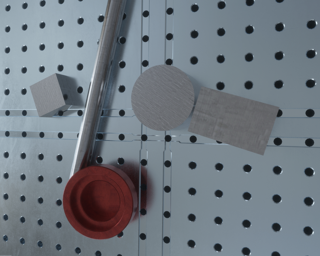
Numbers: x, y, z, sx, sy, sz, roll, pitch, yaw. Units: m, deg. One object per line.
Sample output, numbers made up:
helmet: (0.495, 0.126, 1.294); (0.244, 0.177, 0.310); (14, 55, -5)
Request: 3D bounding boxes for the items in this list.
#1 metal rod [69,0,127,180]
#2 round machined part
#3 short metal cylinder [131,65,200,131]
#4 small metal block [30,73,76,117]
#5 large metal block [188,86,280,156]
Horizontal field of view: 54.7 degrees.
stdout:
metal rod: (-0.090, -0.050, 0.442); (0.025, 0.025, 0.298); (15, 95, 19)
round machined part: (-0.078, 0.098, 0.425); (0.098, 0.042, 0.097); (0, 92, 11)
short metal cylinder: (0.011, -0.036, 0.395); (0.080, 0.050, 0.079); (0, 90, 19)
small metal block: (-0.162, -0.048, 0.468); (0.050, 0.025, 0.050); (-22, 83, 18)
large metal block: (0.086, -0.009, 0.353); (0.080, 0.080, 0.050); (18, 96, 18)
